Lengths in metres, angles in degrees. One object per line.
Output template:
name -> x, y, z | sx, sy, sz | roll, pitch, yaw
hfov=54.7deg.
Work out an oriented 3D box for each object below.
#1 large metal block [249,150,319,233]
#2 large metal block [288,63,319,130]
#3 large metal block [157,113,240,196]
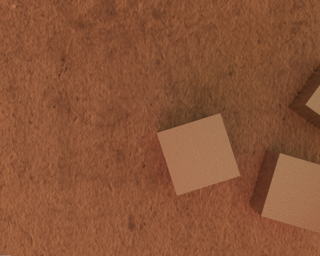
large metal block -> 0.172, 0.080, 0.400 | 0.080, 0.050, 0.080 | 17, 90, -1
large metal block -> 0.232, -0.037, 0.401 | 0.080, 0.050, 0.080 | 36, 90, -1
large metal block -> 0.047, 0.032, 0.398 | 0.080, 0.050, 0.080 | -18, 90, -1
